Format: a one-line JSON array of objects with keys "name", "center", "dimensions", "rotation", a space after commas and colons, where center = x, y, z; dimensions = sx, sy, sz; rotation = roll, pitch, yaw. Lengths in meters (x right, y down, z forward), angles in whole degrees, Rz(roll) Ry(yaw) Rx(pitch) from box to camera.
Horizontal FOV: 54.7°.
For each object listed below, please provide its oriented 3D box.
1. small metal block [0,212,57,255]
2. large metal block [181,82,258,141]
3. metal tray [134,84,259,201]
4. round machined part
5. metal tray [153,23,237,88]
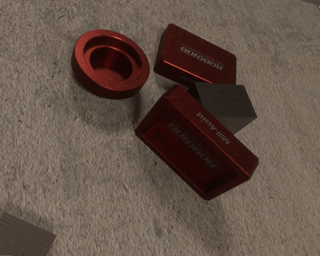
[{"name": "small metal block", "center": [-0.127, 0.109, 0.269], "dimensions": [0.050, 0.025, 0.050], "rotation": [29, 52, -10]}, {"name": "large metal block", "center": [0.066, -0.016, 0.416], "dimensions": [0.081, 0.080, 0.050], "rotation": [-1, 63, -29]}, {"name": "metal tray", "center": [0.039, 0.021, 0.371], "dimensions": [0.130, 0.090, 0.030], "rotation": [43, 51, 1]}, {"name": "round machined part", "center": [-0.066, -0.078, 0.406], "dimensions": [0.099, 0.042, 0.098], "rotation": [14, 56, -21]}, {"name": "metal tray", "center": [0.060, -0.104, 0.499], "dimensions": [0.131, 0.030, 0.090], "rotation": [22, 53, -16]}]
